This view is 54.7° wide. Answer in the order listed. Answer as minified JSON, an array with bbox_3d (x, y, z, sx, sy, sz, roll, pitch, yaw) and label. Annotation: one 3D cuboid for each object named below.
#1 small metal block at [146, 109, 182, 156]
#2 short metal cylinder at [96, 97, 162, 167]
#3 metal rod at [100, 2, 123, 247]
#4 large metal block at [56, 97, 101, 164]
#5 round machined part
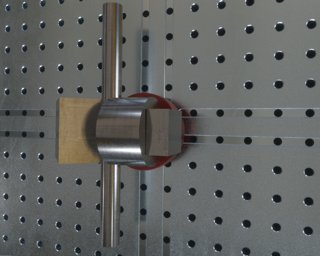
[{"bbox_3d":[0.006,0.004,0.352,0.025,0.050,0.050,1,91,20],"label":"small metal block"},{"bbox_3d":[-0.032,0.004,0.361,0.050,0.080,0.079,1,90,20],"label":"short metal cylinder"},{"bbox_3d":[-0.061,-0.004,0.389,0.025,0.025,0.298,1,90,19],"label":"metal rod"},{"bbox_3d":[-0.111,0.003,0.415,0.050,0.080,0.079,1,90,-21],"label":"large metal block"},{"bbox_3d":[-0.015,0.004,0.407,0.098,0.042,0.097,0,90,19],"label":"round machined part"}]
